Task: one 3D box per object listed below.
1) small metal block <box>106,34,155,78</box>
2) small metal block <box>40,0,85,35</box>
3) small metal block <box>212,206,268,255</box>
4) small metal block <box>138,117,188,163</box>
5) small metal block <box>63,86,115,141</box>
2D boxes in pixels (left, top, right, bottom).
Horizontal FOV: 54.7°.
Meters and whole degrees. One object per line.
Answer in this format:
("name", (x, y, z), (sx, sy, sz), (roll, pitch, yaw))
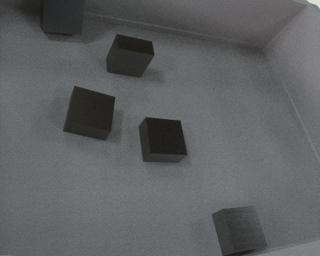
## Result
("small metal block", (-0.042, -0.098, 0.426), (0.050, 0.050, 0.025), (5, 60, -26))
("small metal block", (-0.130, -0.154, 0.410), (0.050, 0.050, 0.025), (-4, 33, -30))
("small metal block", (0.097, 0.126, 0.381), (0.050, 0.025, 0.050), (2, 61, -27))
("small metal block", (0.003, 0.016, 0.397), (0.050, 0.025, 0.050), (5, 60, -26))
("small metal block", (-0.084, -0.017, 0.371), (0.050, 0.025, 0.050), (15, 56, -20))
